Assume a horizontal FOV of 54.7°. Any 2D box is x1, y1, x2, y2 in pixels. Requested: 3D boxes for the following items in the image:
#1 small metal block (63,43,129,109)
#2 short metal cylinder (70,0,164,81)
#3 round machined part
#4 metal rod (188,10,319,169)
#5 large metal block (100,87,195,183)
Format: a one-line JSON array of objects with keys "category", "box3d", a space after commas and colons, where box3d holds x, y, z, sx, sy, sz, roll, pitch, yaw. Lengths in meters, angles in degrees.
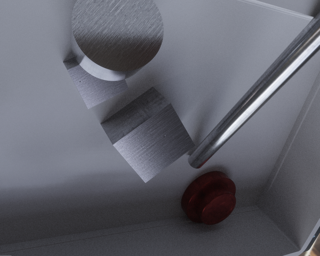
[{"category": "small metal block", "box3d": [-0.069, -0.057, 0.337, 0.050, 0.025, 0.050, -28, 129, -11]}, {"category": "short metal cylinder", "box3d": [-0.042, -0.088, 0.293, 0.081, 0.050, 0.079, 0, 88, -17]}, {"category": "round machined part", "box3d": [0.089, 0.125, 0.526, 0.099, 0.042, 0.097, -14, 124, -21]}, {"category": "metal rod", "box3d": [0.109, -0.032, 0.364, 0.025, 0.025, 0.298, -2, 147, -28]}, {"category": "large metal block", "box3d": [-0.014, 0.009, 0.392, 0.080, 0.050, 0.080, -36, 130, -4]}]
